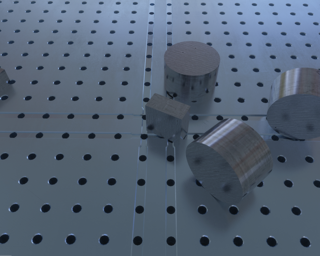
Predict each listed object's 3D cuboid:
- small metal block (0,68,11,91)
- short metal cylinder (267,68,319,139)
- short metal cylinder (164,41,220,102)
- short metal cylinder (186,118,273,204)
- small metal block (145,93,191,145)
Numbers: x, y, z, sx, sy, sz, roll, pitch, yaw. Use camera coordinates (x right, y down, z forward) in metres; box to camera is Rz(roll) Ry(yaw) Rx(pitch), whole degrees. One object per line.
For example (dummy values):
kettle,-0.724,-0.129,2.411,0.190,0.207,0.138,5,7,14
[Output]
small metal block,-0.266,-0.070,0.465,0.050,0.025,0.050,20,53,15
short metal cylinder,0.182,-0.030,0.399,0.080,0.080,0.050,14,52,11
short metal cylinder,0.046,-0.086,0.464,0.081,0.050,0.080,0,50,0
short metal cylinder,0.075,0.036,0.342,0.050,0.080,0.080,-34,58,-25
small metal block,0.010,-0.012,0.401,0.050,0.050,0.025,22,54,17
